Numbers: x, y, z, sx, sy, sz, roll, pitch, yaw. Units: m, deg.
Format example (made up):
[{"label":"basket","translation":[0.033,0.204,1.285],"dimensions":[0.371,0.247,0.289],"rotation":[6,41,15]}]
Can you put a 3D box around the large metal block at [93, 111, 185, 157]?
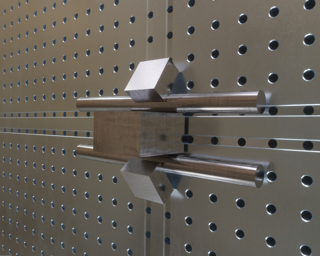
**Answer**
[{"label":"large metal block","translation":[-0.026,0.005,0.389],"dimensions":[0.080,0.081,0.050],"rotation":[3,92,40]}]

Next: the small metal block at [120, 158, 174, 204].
[{"label":"small metal block","translation":[-0.017,0.068,0.403],"dimensions":[0.050,0.025,0.050],"rotation":[4,130,39]}]

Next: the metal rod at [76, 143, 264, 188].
[{"label":"metal rod","translation":[-0.013,0.044,0.415],"dimensions":[0.300,0.025,0.025],"rotation":[3,92,39]}]

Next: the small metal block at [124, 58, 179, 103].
[{"label":"small metal block","translation":[-0.010,-0.061,0.398],"dimensions":[0.050,0.025,0.050],"rotation":[2,57,39]}]

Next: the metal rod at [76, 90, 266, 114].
[{"label":"metal rod","translation":[-0.012,-0.033,0.413],"dimensions":[0.300,0.025,0.025],"rotation":[3,92,39]}]
